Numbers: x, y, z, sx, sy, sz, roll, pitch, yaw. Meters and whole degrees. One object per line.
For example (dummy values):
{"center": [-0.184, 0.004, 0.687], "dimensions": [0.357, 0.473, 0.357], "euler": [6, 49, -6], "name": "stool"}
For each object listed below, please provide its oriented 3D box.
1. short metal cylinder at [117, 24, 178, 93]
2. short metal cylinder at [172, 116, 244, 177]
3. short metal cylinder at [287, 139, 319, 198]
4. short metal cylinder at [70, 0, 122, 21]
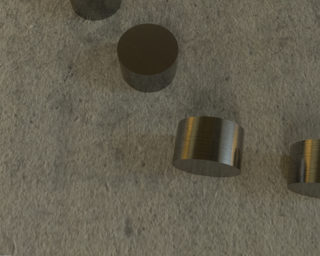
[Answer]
{"center": [-0.016, -0.096, 0.430], "dimensions": [0.081, 0.050, 0.080], "euler": [0, 70, 0], "name": "short metal cylinder"}
{"center": [0.058, 0.025, 0.371], "dimensions": [0.080, 0.080, 0.050], "euler": [9, 70, 3], "name": "short metal cylinder"}
{"center": [0.194, 0.051, 0.363], "dimensions": [0.080, 0.080, 0.050], "euler": [12, 71, 4], "name": "short metal cylinder"}
{"center": [-0.101, -0.213, 0.471], "dimensions": [0.081, 0.050, 0.080], "euler": [0, 70, 0], "name": "short metal cylinder"}
